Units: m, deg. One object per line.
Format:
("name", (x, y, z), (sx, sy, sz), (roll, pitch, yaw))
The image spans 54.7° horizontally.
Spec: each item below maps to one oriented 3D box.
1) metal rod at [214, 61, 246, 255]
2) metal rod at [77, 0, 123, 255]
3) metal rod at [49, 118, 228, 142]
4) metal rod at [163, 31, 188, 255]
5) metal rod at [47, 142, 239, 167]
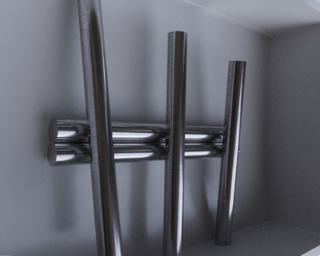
("metal rod", (0.104, 0.052, 0.466), (0.025, 0.025, 0.298), (-5, 102, -40))
("metal rod", (-0.064, -0.013, 0.322), (0.025, 0.025, 0.298), (-1, 83, -40))
("metal rod", (0.007, 0.007, 0.413), (0.302, 0.025, 0.025), (2, 89, -40))
("metal rod", (0.019, 0.030, 0.391), (0.025, 0.025, 0.298), (2, 89, -40))
("metal rod", (0.006, 0.031, 0.412), (0.302, 0.025, 0.025), (2, 89, -40))
